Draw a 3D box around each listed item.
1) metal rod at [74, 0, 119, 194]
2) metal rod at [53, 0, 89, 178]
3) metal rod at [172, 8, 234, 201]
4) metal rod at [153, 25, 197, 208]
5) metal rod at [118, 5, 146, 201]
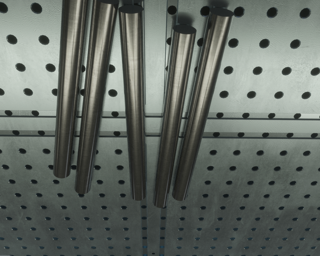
[{"bbox_3d":[-0.088,-0.016,0.396,0.025,0.025,0.298,10,130,-9],"label":"metal rod"},{"bbox_3d":[-0.110,-0.044,0.372,0.025,0.025,0.298,11,129,-10],"label":"metal rod"},{"bbox_3d":[0.047,-0.004,0.408,0.025,0.025,0.298,4,130,-4],"label":"metal rod"},{"bbox_3d":[0.013,0.010,0.420,0.025,0.025,0.298,3,130,-4],"label":"metal rod"},{"bbox_3d":[-0.032,-0.005,0.406,0.025,0.025,0.298,1,130,-1],"label":"metal rod"}]
